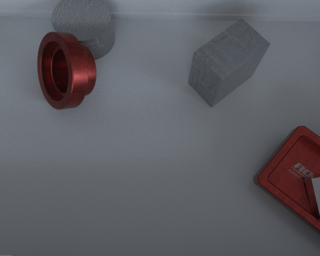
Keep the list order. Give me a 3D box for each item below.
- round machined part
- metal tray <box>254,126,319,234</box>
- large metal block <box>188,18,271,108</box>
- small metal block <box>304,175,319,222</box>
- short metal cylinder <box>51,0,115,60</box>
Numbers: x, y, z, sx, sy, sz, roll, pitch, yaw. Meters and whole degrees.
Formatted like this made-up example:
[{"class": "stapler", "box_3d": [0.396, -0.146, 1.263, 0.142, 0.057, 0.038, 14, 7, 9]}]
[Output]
[{"class": "round machined part", "box_3d": [-0.120, -0.075, 0.407, 0.042, 0.097, 0.098, -12, 66, -43]}, {"class": "metal tray", "box_3d": [0.194, 0.071, 0.373, 0.130, 0.030, 0.090, 39, 86, 13]}, {"class": "large metal block", "box_3d": [0.088, -0.084, 0.412, 0.080, 0.080, 0.050, -38, 75, -13]}, {"class": "small metal block", "box_3d": [0.202, 0.078, 0.358, 0.050, 0.025, 0.050, -11, 84, 5]}, {"class": "short metal cylinder", "box_3d": [-0.108, -0.145, 0.448, 0.081, 0.050, 0.080, 0, 70, 0]}]
